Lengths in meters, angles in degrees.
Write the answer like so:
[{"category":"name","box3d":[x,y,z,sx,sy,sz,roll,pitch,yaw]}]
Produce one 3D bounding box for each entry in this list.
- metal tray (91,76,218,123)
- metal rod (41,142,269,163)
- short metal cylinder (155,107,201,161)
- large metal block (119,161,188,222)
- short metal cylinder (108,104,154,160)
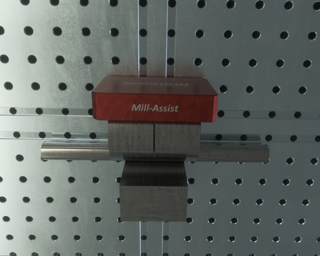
[{"category":"metal tray","box3d":[-0.005,-0.036,0.361,0.131,0.090,0.030,1,110,-1]},{"category":"metal rod","box3d":[-0.006,0.033,0.421,0.302,0.025,0.025,1,110,-1]},{"category":"short metal cylinder","box3d":[0.020,0.000,0.381,0.050,0.080,0.079,2,110,-1]},{"category":"large metal block","box3d":[-0.008,0.077,0.408,0.081,0.080,0.050,1,110,-1]},{"category":"short metal cylinder","box3d":[-0.033,-0.001,0.381,0.050,0.080,0.079,1,110,0]}]
